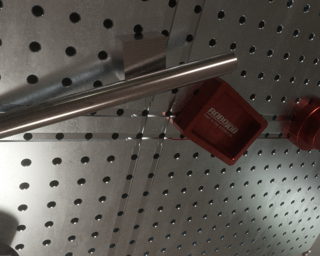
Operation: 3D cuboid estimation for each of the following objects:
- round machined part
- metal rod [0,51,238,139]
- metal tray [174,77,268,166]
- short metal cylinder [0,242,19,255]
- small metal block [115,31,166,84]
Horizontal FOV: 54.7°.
[{"bbox_3d":[0.288,0.001,0.561,0.099,0.042,0.097,-14,124,-21],"label":"round machined part"},{"bbox_3d":[-0.059,-0.033,0.332,0.302,0.025,0.025,-17,126,-9],"label":"metal rod"},{"bbox_3d":[0.093,-0.006,0.456,0.130,0.030,0.090,33,100,-39],"label":"metal tray"},{"bbox_3d":[-0.216,0.183,0.371,0.081,0.080,0.050,17,110,-35],"label":"short metal cylinder"},{"bbox_3d":[-0.021,-0.080,0.352,0.050,0.025,0.050,-14,125,-21],"label":"small metal block"}]
